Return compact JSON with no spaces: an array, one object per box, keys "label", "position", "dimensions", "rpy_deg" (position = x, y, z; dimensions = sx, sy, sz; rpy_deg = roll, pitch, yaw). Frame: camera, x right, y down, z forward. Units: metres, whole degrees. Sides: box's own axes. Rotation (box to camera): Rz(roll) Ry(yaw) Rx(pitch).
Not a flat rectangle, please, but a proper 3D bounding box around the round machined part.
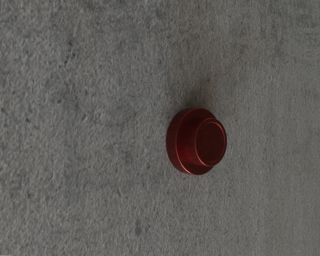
[{"label":"round machined part","position":[0.059,0.020,0.446],"dimensions":[0.099,0.042,0.097],"rpy_deg":[0,90,-40]}]
